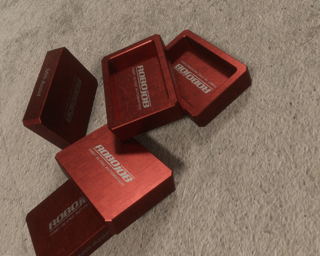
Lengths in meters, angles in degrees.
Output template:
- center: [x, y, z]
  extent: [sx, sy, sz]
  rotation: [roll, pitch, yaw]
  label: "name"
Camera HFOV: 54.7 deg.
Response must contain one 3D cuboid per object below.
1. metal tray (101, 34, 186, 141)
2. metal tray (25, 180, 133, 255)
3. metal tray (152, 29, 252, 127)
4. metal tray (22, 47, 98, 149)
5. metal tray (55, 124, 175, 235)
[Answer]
- center: [-0.026, -0.056, 0.405]
  extent: [0.090, 0.030, 0.130]
  rotation: [-21, 54, 11]
  label: "metal tray"
- center: [-0.098, 0.106, 0.385]
  extent: [0.130, 0.030, 0.090]
  rotation: [-40, 51, 0]
  label: "metal tray"
- center: [0.045, -0.072, 0.419]
  extent: [0.090, 0.030, 0.130]
  rotation: [-42, 51, -1]
  label: "metal tray"
- center: [-0.141, -0.042, 0.459]
  extent: [0.030, 0.090, 0.130]
  rotation: [-8, 58, 24]
  label: "metal tray"
- center: [-0.057, 0.053, 0.376]
  extent: [0.091, 0.030, 0.130]
  rotation: [-33, 48, -23]
  label: "metal tray"
